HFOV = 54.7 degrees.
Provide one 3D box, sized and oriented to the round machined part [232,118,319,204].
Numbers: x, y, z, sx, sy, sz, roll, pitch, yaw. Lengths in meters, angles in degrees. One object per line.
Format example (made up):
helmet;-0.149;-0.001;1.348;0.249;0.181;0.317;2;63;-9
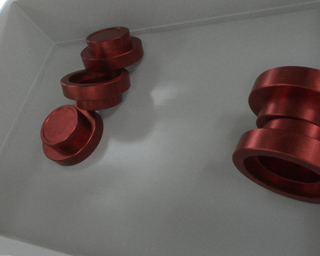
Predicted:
round machined part;0.120;0.027;0.280;0.098;0.098;0.042;14;65;34

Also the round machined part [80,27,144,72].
round machined part;-0.078;-0.129;0.489;0.098;0.042;0.098;-8;34;5

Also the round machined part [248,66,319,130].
round machined part;0.132;-0.012;0.297;0.098;0.098;0.042;14;69;34

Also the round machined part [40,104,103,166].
round machined part;-0.138;0.004;0.465;0.098;0.042;0.098;-13;56;21

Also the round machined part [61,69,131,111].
round machined part;-0.092;-0.057;0.459;0.099;0.042;0.098;-4;26;2
